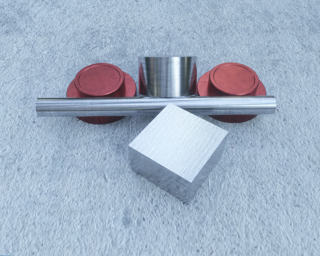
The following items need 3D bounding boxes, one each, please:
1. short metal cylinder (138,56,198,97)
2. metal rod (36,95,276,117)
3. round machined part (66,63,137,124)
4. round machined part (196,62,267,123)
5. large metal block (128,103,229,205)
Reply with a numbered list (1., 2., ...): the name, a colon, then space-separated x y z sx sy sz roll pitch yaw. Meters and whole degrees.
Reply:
1. short metal cylinder: 0.011 -0.073 0.426 0.080 0.050 0.080 0 15 0
2. metal rod: -0.004 -0.028 0.401 0.302 0.025 0.025 -1 50 -1
3. round machined part: -0.083 -0.055 0.438 0.099 0.042 0.098 0 50 0
4. round machined part: 0.102 -0.056 0.442 0.099 0.042 0.098 0 50 0
5. large metal block: 0.022 0.028 0.363 0.080 0.050 0.080 28 56 22
